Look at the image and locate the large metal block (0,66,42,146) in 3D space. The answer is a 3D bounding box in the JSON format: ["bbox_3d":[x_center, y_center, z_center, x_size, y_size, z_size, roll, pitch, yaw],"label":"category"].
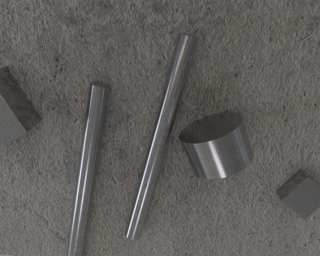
[{"bbox_3d":[-0.213,-0.020,0.387,0.080,0.050,0.080,-25,109,8],"label":"large metal block"}]

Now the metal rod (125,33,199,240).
[{"bbox_3d":[-0.003,0.025,0.419,0.025,0.025,0.298,14,109,-5],"label":"metal rod"}]

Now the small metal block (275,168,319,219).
[{"bbox_3d":[0.206,0.095,0.447,0.050,0.025,0.050,37,106,-13],"label":"small metal block"}]

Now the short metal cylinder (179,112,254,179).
[{"bbox_3d":[0.071,0.020,0.389,0.080,0.080,0.050,-20,109,7],"label":"short metal cylinder"}]

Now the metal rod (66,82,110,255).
[{"bbox_3d":[-0.106,0.082,0.438,0.025,0.025,0.298,11,110,-4],"label":"metal rod"}]
